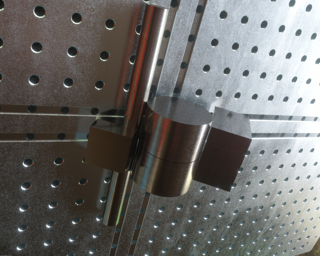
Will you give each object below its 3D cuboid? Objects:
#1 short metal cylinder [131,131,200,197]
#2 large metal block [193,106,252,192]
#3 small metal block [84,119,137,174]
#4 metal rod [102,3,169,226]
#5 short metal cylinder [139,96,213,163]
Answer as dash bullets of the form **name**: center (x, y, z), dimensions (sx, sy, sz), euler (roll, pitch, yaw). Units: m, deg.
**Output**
- **short metal cylinder**: center (0.007, 0.044, 0.402), dimensions (0.081, 0.080, 0.050), euler (0, 118, -29)
- **large metal block**: center (0.085, 0.026, 0.424), dimensions (0.050, 0.080, 0.079), euler (18, 115, 5)
- **small metal block**: center (-0.059, 0.022, 0.373), dimensions (0.050, 0.025, 0.050), euler (16, 114, 3)
- **metal rod**: center (-0.037, 0.003, 0.387), dimensions (0.025, 0.025, 0.298), euler (0, 118, -29)
- **short metal cylinder**: center (0.019, 0.000, 0.380), dimensions (0.081, 0.080, 0.050), euler (0, 118, -29)
